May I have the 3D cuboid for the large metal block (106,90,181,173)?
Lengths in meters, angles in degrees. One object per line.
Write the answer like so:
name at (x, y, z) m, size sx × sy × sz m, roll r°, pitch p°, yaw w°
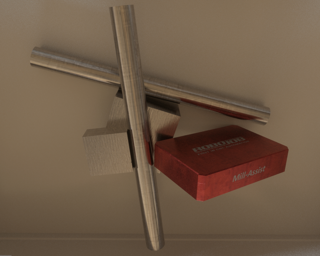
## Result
large metal block at (-0.026, 0.002, 0.397) m, size 0.080 × 0.050 × 0.079 m, roll 17°, pitch 109°, yaw -7°

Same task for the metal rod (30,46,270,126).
metal rod at (-0.007, -0.051, 0.392) m, size 0.302 × 0.025 × 0.025 m, roll 14°, pitch 110°, yaw -6°

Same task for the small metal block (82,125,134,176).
small metal block at (-0.059, 0.026, 0.365) m, size 0.050 × 0.025 × 0.050 m, roll -6°, pitch 110°, yaw 1°

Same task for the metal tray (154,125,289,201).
metal tray at (0.070, 0.034, 0.360) m, size 0.131 × 0.090 × 0.030 m, roll -11°, pitch 114°, yaw -30°

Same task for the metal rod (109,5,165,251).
metal rod at (-0.022, 0.016, 0.362) m, size 0.025 × 0.025 × 0.298 m, roll -6°, pitch 110°, yaw 2°
